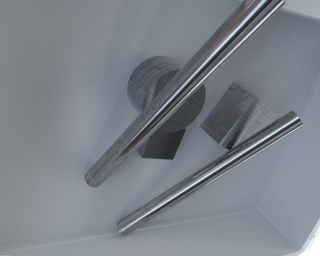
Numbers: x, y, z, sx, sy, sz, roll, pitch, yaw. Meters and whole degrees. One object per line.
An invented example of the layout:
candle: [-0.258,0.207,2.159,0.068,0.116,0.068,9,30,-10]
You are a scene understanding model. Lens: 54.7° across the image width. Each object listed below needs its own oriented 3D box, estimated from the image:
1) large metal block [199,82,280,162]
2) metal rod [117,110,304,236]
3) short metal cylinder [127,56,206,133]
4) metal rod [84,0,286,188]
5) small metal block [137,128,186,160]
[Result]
large metal block: [0.120,-0.007,0.456,0.080,0.050,0.080,29,102,-38]
metal rod: [0.061,0.071,0.440,0.300,0.025,0.025,-35,131,14]
short metal cylinder: [0.007,-0.041,0.373,0.081,0.050,0.079,-14,124,-21]
metal rod: [-0.001,-0.018,0.319,0.025,0.025,0.299,16,135,-35]
small metal block: [0.000,0.014,0.419,0.050,0.025,0.050,8,115,-32]
